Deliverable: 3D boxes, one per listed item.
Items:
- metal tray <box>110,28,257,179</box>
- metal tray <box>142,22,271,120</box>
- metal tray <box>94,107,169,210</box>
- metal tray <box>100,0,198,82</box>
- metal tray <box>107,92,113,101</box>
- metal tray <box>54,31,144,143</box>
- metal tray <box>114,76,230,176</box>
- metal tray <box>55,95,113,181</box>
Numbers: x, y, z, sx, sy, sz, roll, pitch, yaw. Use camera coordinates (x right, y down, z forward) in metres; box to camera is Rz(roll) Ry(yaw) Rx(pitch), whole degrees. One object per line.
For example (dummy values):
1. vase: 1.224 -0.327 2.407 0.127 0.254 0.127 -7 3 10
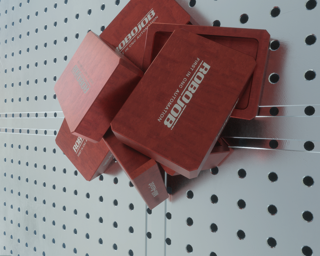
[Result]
1. metal tray: 0.025 -0.028 0.304 0.090 0.030 0.130 27 72 15
2. metal tray: 0.046 -0.063 0.340 0.130 0.030 0.089 10 97 19
3. metal tray: -0.033 0.040 0.377 0.030 0.130 0.090 -34 62 -11
4. metal tray: -0.026 -0.114 0.404 0.130 0.030 0.090 -43 65 15
5. metal tray: -0.072 -0.049 0.466 0.090 0.030 0.129 46 117 30
6. metal tray: -0.077 -0.053 0.356 0.090 0.030 0.130 -54 37 10
7. metal tray: 0.011 -0.008 0.360 0.130 0.091 0.030 52 121 28
8. metal tray: -0.103 0.010 0.463 0.090 0.030 0.129 47 131 12
